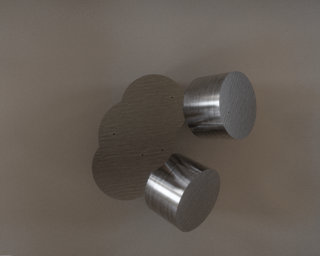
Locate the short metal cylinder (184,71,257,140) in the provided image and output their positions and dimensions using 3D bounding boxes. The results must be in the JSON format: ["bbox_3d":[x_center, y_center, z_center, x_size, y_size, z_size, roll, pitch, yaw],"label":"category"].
[{"bbox_3d":[0.075,-0.026,0.378,0.081,0.050,0.079,2,88,-44],"label":"short metal cylinder"}]

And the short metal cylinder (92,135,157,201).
[{"bbox_3d":[-0.042,0.047,0.397,0.081,0.050,0.079,0,90,-1],"label":"short metal cylinder"}]

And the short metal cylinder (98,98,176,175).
[{"bbox_3d":[-0.024,0.008,0.346,0.081,0.050,0.079,0,90,-1],"label":"short metal cylinder"}]

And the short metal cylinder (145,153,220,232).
[{"bbox_3d":[0.028,0.077,0.376,0.050,0.080,0.080,24,90,40],"label":"short metal cylinder"}]

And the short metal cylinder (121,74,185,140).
[{"bbox_3d":[-0.007,-0.025,0.397,0.081,0.050,0.079,0,90,-1],"label":"short metal cylinder"}]
